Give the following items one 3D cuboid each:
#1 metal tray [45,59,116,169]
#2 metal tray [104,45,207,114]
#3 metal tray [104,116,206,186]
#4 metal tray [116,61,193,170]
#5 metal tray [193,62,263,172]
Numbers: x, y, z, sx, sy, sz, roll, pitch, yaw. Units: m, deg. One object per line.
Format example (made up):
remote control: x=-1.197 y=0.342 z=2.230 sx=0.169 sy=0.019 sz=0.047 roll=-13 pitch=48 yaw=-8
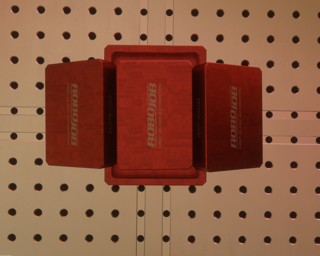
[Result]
metal tray: x=-0.101 y=-0.017 z=0.392 sx=0.090 sy=0.030 sz=0.129 roll=0 pitch=90 yaw=25
metal tray: x=-0.006 y=-0.061 z=0.410 sx=0.131 sy=0.030 sz=0.089 roll=0 pitch=90 yaw=-1
metal tray: x=-0.006 y=0.029 z=0.411 sx=0.131 sy=0.030 sz=0.089 roll=0 pitch=90 yaw=-1
metal tray: x=-0.006 y=-0.015 z=0.380 sx=0.091 sy=0.030 sz=0.129 roll=0 pitch=90 yaw=-1
metal tray: x=0.086 y=-0.013 z=0.393 sx=0.091 sy=0.030 sz=0.129 roll=-1 pitch=90 yaw=-28
